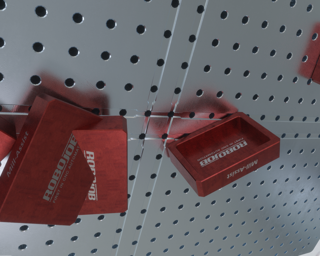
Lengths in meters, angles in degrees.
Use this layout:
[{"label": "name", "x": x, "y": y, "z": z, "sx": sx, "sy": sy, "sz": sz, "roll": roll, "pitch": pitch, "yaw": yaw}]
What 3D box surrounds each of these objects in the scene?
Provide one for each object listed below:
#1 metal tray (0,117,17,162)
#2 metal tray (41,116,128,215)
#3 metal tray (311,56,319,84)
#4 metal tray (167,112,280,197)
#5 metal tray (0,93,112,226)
[{"label": "metal tray", "x": -0.221, "y": 0.028, "z": 0.304, "sx": 0.130, "sy": 0.030, "sz": 0.090, "roll": -44, "pitch": 129, "yaw": 2}, {"label": "metal tray", "x": -0.085, "y": 0.048, "z": 0.371, "sx": 0.091, "sy": 0.030, "sz": 0.129, "roll": -1, "pitch": 124, "yaw": -8}, {"label": "metal tray", "x": 0.319, "y": -0.116, "z": 0.508, "sx": 0.131, "sy": 0.030, "sz": 0.089, "roll": -6, "pitch": 121, "yaw": -25}, {"label": "metal tray", "x": 0.088, "y": 0.032, "z": 0.435, "sx": 0.131, "sy": 0.090, "sz": 0.030, "roll": -24, "pitch": 127, "yaw": -14}, {"label": "metal tray", "x": -0.112, "y": 0.038, "z": 0.338, "sx": 0.090, "sy": 0.030, "sz": 0.130, "roll": 25, "pitch": 89, "yaw": -47}]
